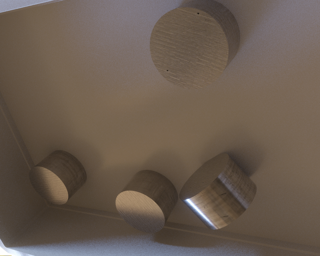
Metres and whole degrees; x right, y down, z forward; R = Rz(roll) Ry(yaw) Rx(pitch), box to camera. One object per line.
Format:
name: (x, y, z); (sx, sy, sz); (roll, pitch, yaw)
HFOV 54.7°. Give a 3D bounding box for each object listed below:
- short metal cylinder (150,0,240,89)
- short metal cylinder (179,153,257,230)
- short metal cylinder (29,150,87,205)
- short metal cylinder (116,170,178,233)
short metal cylinder: (0.037, -0.087, 0.319); (0.080, 0.050, 0.079); (13, 124, 20)
short metal cylinder: (0.070, 0.077, 0.383); (0.050, 0.080, 0.080); (47, 129, -5)
short metal cylinder: (-0.176, 0.085, 0.535); (0.080, 0.050, 0.079); (13, 124, 20)
short metal cylinder: (-0.019, 0.111, 0.470); (0.080, 0.050, 0.079); (13, 124, 20)
